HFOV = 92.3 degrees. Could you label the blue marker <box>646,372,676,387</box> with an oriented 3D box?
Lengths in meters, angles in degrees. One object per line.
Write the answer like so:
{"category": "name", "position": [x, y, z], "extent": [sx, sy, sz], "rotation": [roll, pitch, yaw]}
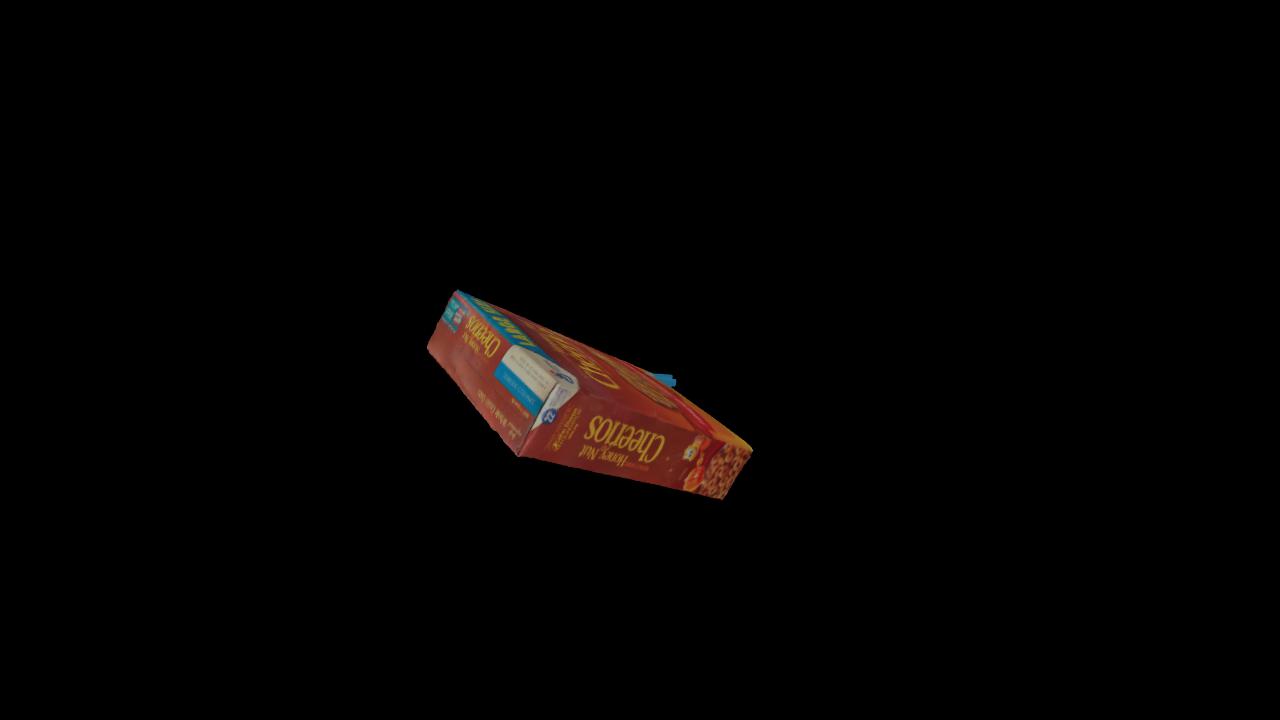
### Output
{"category": "blue marker", "position": [-0.015, 0.020, 0.753], "extent": [0.121, 0.020, 0.020], "rotation": [8, -1, -5]}

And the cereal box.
{"category": "cereal box", "position": [-0.043, 0.043, 0.642], "extent": [0.306, 0.081, 0.203], "rotation": [25, 8, -46]}
